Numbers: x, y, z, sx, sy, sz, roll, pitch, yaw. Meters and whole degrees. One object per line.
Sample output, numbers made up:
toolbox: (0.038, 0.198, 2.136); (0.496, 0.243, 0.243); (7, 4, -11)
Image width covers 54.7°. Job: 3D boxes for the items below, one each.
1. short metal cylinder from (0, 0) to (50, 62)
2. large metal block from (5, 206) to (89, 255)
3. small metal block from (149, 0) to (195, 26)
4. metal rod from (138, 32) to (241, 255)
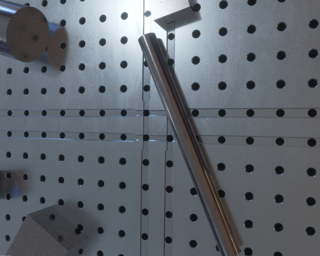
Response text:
short metal cylinder: (-0.212, -0.143, 0.458); (0.050, 0.080, 0.080); (19, 97, 19)
large metal block: (-0.168, 0.177, 0.459); (0.080, 0.050, 0.080); (34, 101, 16)
small metal block: (0.013, -0.170, 0.408); (0.050, 0.025, 0.050); (-14, 85, 19)
metal rod: (0.035, 0.016, 0.400); (0.025, 0.025, 0.299); (-23, 82, 18)
